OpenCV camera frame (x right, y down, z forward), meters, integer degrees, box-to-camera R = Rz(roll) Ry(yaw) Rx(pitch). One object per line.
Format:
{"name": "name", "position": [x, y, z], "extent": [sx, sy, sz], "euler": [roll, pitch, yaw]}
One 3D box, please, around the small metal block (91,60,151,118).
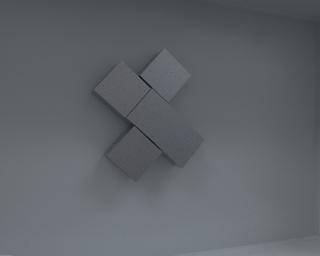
{"name": "small metal block", "position": [-0.049, -0.048, 0.390], "extent": [0.050, 0.025, 0.050], "euler": [43, 76, -15]}

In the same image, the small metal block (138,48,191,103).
{"name": "small metal block", "position": [0.004, -0.067, 0.409], "extent": [0.050, 0.025, 0.050], "euler": [43, 75, -15]}

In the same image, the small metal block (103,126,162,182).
{"name": "small metal block", "position": [-0.035, 0.032, 0.396], "extent": [0.050, 0.025, 0.050], "euler": [45, 77, -15]}

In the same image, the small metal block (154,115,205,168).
{"name": "small metal block", "position": [0.023, 0.018, 0.416], "extent": [0.050, 0.025, 0.050], "euler": [43, 76, -15]}

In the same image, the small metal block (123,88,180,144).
{"name": "small metal block", "position": [-0.012, -0.015, 0.403], "extent": [0.050, 0.025, 0.050], "euler": [43, 76, -15]}
